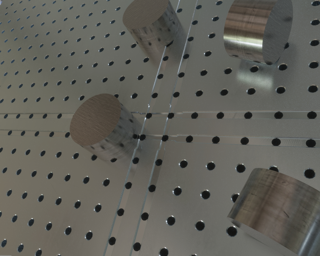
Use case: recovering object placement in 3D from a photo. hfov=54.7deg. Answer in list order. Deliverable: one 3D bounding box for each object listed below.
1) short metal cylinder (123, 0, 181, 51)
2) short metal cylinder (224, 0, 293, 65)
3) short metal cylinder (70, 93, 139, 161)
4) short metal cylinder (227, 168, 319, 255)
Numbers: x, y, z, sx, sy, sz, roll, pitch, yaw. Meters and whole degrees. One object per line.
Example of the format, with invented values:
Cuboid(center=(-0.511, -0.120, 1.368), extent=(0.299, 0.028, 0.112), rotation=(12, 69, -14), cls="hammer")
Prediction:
Cuboid(center=(-0.013, -0.174, 0.504), extent=(0.080, 0.050, 0.080), rotation=(-13, 56, 21), cls="short metal cylinder")
Cuboid(center=(0.122, -0.123, 0.384), extent=(0.050, 0.080, 0.080), rotation=(23, 74, 36), cls="short metal cylinder")
Cuboid(center=(-0.076, -0.001, 0.431), extent=(0.080, 0.050, 0.080), rotation=(-13, 56, 20), cls="short metal cylinder")
Cuboid(center=(0.106, 0.077, 0.269), extent=(0.080, 0.080, 0.050), rotation=(23, 74, 36), cls="short metal cylinder")
